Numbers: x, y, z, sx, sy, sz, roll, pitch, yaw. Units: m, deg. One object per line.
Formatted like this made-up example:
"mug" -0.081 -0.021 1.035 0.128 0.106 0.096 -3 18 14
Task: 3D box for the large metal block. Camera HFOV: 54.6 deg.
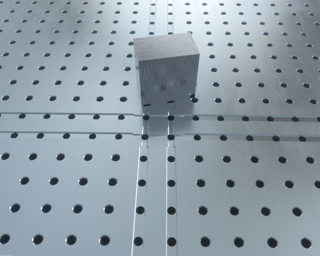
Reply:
"large metal block" 0.008 -0.084 0.443 0.080 0.080 0.050 -8 51 -7
